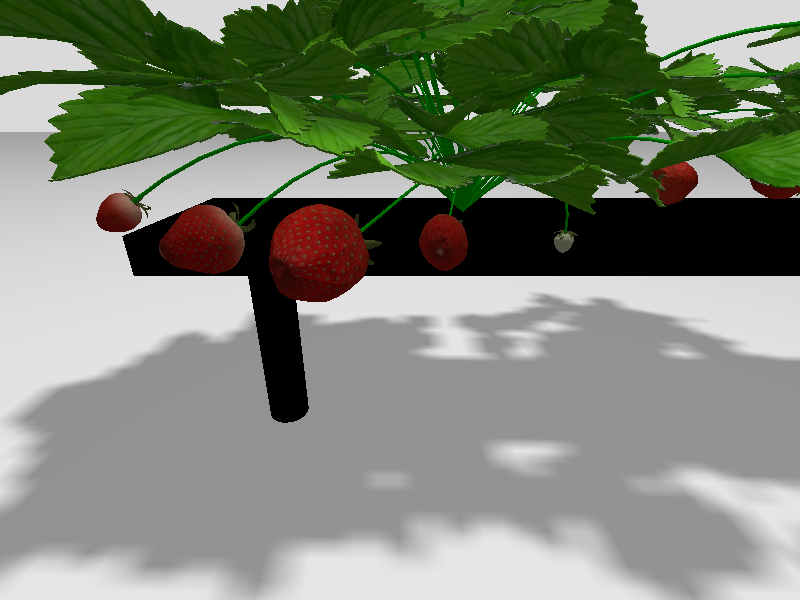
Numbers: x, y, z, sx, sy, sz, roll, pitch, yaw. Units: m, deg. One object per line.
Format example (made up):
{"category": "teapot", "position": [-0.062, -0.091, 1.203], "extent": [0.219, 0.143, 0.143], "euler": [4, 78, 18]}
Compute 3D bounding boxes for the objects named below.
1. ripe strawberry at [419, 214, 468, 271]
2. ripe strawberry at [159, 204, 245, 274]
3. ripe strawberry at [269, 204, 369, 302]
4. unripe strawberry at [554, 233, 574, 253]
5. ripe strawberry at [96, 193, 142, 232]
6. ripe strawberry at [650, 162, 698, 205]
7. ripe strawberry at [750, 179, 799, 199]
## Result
{"category": "ripe strawberry", "position": [0.022, -0.029, 0.205], "extent": [0.025, 0.029, 0.027], "euler": [5, 25, 11]}
{"category": "ripe strawberry", "position": [-0.099, -0.029, 0.200], "extent": [0.038, 0.032, 0.038], "euler": [22, 39, 40]}
{"category": "ripe strawberry", "position": [-0.036, -0.017, 0.169], "extent": [0.040, 0.043, 0.043], "euler": [11, 27, 23]}
{"category": "unripe strawberry", "position": [0.090, -0.032, 0.221], "extent": [0.011, 0.011, 0.010], "euler": [-6, 25, -13]}
{"category": "ripe strawberry", "position": [-0.195, -0.059, 0.277], "extent": [0.029, 0.025, 0.029], "euler": [-35, 29, 0]}
{"category": "ripe strawberry", "position": [0.261, -0.112, 0.379], "extent": [0.043, 0.042, 0.040], "euler": [-4, 25, -11]}
{"category": "ripe strawberry", "position": [0.381, -0.123, 0.405], "extent": [0.042, 0.041, 0.039], "euler": [13, 27, 27]}
